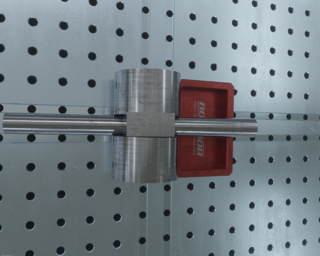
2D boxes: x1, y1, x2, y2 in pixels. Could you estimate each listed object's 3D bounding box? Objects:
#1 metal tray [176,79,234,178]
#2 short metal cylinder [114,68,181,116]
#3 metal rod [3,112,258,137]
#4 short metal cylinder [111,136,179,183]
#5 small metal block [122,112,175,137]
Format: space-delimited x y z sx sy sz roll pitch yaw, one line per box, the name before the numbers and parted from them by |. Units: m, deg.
metal tray | 0.055 0.001 0.430 0.091 0.030 0.129 1 90 -20
short metal cylinder | -0.015 -0.040 0.376 0.081 0.080 0.050 1 90 -20
metal rod | -0.025 -0.003 0.378 0.302 0.025 0.025 1 90 -11
short metal cylinder | -0.018 0.035 0.376 0.081 0.080 0.050 1 90 -20
small metal block | -0.014 -0.004 0.343 0.050 0.050 0.025 1 90 -12
